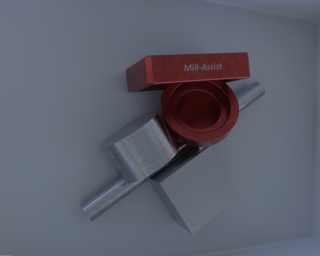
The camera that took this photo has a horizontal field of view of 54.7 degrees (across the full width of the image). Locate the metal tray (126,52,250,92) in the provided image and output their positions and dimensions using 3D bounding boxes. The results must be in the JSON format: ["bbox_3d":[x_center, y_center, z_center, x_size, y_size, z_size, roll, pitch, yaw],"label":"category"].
[{"bbox_3d":[0.032,-0.068,0.386,0.131,0.090,0.030,-7,93,-21],"label":"metal tray"}]

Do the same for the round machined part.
[{"bbox_3d":[0.049,-0.020,0.404,0.099,0.042,0.098,2,66,-4],"label":"round machined part"}]

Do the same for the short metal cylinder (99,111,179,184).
[{"bbox_3d":[-0.024,0.022,0.372,0.080,0.080,0.050,-35,102,-17],"label":"short metal cylinder"}]

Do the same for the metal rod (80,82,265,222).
[{"bbox_3d":[0.029,0.022,0.421,0.302,0.025,0.025,-34,102,-17],"label":"metal rod"}]

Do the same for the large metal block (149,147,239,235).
[{"bbox_3d":[0.043,0.078,0.412,0.080,0.050,0.080,-35,102,-17],"label":"large metal block"}]
